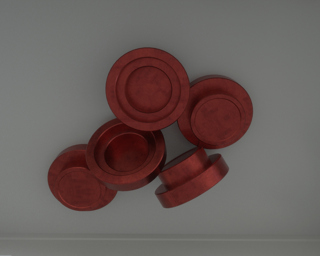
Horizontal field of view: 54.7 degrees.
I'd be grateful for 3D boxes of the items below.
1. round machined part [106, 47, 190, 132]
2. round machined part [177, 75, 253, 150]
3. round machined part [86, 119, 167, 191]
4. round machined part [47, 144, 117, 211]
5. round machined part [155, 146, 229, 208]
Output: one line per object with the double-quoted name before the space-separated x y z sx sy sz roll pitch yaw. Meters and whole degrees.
"round machined part" -0.014 -0.047 0.379 0.099 0.042 0.097 0 101 1
"round machined part" 0.071 -0.016 0.397 0.099 0.042 0.097 0 110 -1
"round machined part" -0.040 0.036 0.395 0.099 0.098 0.042 -9 144 2
"round machined part" -0.106 0.075 0.428 0.099 0.042 0.097 0 110 -1
"round machined part" 0.035 0.057 0.397 0.098 0.098 0.042 -31 90 10
